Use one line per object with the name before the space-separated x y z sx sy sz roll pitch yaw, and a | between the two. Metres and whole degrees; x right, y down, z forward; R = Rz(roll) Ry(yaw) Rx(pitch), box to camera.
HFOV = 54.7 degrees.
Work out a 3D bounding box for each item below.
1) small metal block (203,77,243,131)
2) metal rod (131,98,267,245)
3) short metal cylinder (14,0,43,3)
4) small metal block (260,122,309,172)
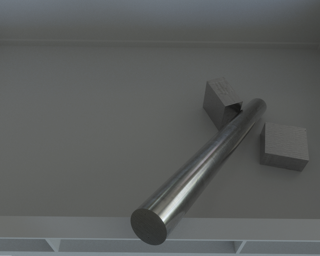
small metal block | 0.083 -0.032 0.417 0.025 0.050 0.050 -17 52 -14
metal rod | 0.065 0.015 0.310 0.025 0.025 0.302 26 28 20
short metal cylinder | -0.274 -0.302 0.642 0.081 0.050 0.080 0 50 0
small metal block | 0.154 0.023 0.388 0.050 0.025 0.050 10 51 8
